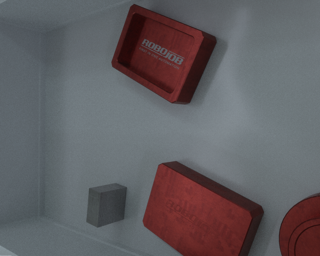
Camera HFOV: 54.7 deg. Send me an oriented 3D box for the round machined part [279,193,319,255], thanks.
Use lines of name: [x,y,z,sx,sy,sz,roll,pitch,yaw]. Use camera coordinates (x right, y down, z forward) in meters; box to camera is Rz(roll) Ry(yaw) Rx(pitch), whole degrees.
round machined part: [0.153,0.107,0.269,0.098,0.042,0.097,0,90,39]

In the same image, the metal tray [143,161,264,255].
metal tray: [0.044,0.105,0.366,0.130,0.030,0.089,25,105,37]

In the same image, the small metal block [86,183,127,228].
small metal block: [-0.077,0.111,0.452,0.025,0.050,0.050,10,96,39]

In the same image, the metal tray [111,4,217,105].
metal tray: [-0.001,-0.097,0.402,0.130,0.030,0.089,35,111,34]
